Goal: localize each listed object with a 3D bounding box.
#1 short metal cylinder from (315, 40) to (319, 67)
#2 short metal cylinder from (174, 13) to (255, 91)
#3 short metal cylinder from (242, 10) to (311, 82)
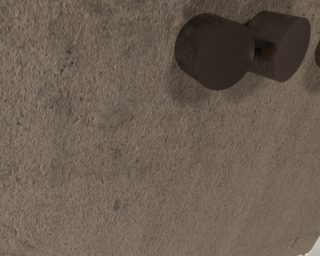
[{"bbox_3d":[0.291,-0.121,0.478,0.081,0.050,0.079,-14,125,-21],"label":"short metal cylinder"},{"bbox_3d":[0.065,-0.091,0.371,0.081,0.050,0.079,-14,124,-21],"label":"short metal cylinder"},{"bbox_3d":[0.147,-0.104,0.395,0.081,0.050,0.079,-26,131,-34],"label":"short metal cylinder"}]
